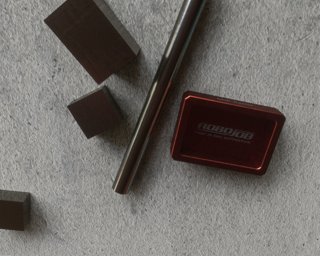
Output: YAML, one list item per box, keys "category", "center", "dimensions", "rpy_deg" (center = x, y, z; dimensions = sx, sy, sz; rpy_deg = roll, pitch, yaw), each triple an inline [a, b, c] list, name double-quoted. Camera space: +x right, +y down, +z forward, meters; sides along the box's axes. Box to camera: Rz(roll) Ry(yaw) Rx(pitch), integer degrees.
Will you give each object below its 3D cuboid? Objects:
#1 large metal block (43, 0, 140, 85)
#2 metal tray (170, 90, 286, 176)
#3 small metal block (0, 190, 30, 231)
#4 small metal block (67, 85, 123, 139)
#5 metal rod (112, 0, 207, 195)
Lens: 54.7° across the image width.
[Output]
- category: "large metal block"
  center: [-0.068, -0.102, 0.342]
  dimensions: [0.050, 0.080, 0.080]
  rpy_deg: [-36, 107, 12]
- category: "metal tray"
  center: [0.086, 0.008, 0.411]
  dimensions: [0.131, 0.030, 0.089]
  rpy_deg: [11, 110, -5]
- category: "small metal block"
  center: [-0.219, 0.119, 0.451]
  dimensions: [0.050, 0.025, 0.050]
  rpy_deg: [7, 110, -3]
- category: "small metal block"
  center: [-0.082, -0.021, 0.401]
  dimensions: [0.050, 0.025, 0.050]
  rpy_deg: [-25, 109, 8]
- category: "metal rod"
  center: [-0.002, -0.044, 0.393]
  dimensions: [0.025, 0.025, 0.298]
  rpy_deg: [20, 109, -8]
